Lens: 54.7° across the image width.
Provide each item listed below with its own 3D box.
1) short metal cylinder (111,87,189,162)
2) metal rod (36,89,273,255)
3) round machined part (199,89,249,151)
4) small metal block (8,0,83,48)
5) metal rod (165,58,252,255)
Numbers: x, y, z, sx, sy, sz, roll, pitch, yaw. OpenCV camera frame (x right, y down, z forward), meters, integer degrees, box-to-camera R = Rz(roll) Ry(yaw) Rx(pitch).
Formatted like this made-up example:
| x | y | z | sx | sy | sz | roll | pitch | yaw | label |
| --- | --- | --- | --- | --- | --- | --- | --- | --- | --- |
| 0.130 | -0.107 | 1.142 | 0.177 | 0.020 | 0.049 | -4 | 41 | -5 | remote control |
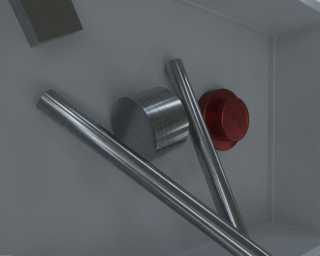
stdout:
| x | y | z | sx | sy | sz | roll | pitch | yaw | label |
| --- | --- | --- | --- | --- | --- | --- | --- | --- | --- |
| -0.013 | -0.004 | 0.362 | 0.050 | 0.080 | 0.080 | -24 | 105 | -38 | short metal cylinder |
| 0.003 | 0.062 | 0.322 | 0.301 | 0.025 | 0.025 | 38 | 64 | -4 | metal rod |
| 0.103 | -0.013 | 0.484 | 0.099 | 0.042 | 0.097 | 0 | 90 | -40 | round machined part |
| -0.114 | -0.115 | 0.312 | 0.050 | 0.025 | 0.050 | -33 | 111 | -35 | small metal block |
| 0.064 | 0.047 | 0.385 | 0.025 | 0.025 | 0.299 | -4 | 69 | -40 | metal rod |
